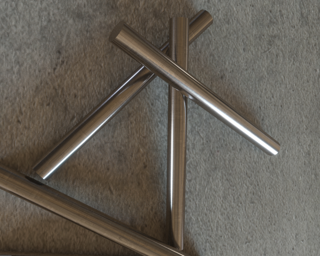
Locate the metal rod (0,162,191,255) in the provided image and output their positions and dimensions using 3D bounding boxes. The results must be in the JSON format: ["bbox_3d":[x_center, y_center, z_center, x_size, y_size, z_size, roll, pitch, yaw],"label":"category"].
[{"bbox_3d":[-0.064,0.118,0.372,0.301,0.025,0.025,30,80,-13],"label":"metal rod"}]

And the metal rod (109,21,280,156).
[{"bbox_3d":[0.064,-0.033,0.395,0.301,0.025,0.025,31,80,-33],"label":"metal rod"}]

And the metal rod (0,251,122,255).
[{"bbox_3d":[-0.072,0.171,0.383,0.302,0.025,0.025,11,86,-20],"label":"metal rod"}]

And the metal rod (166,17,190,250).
[{"bbox_3d":[0.022,0.012,0.402,0.025,0.025,0.298,-1,96,-20],"label":"metal rod"}]

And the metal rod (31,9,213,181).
[{"bbox_3d":[-0.038,-0.051,0.395,0.301,0.025,0.025,-45,105,-15],"label":"metal rod"}]
